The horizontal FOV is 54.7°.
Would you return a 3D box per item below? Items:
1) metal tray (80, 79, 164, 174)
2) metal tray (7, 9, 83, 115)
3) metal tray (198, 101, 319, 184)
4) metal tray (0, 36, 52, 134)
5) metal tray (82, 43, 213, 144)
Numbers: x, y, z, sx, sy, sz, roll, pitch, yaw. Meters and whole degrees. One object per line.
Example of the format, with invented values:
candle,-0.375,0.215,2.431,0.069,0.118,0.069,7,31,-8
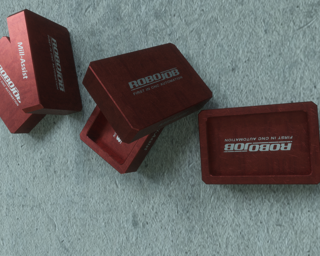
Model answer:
metal tray,-0.041,-0.015,0.415,0.090,0.030,0.129,36,102,22
metal tray,-0.156,-0.085,0.429,0.030,0.090,0.129,-12,86,20
metal tray,0.114,0.019,0.365,0.130,0.030,0.089,-4,89,19
metal tray,-0.226,-0.066,0.486,0.090,0.030,0.130,-42,77,15
metal tray,-0.010,-0.046,0.359,0.090,0.131,0.030,54,140,12
